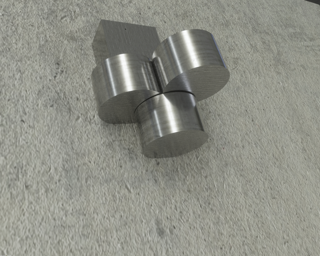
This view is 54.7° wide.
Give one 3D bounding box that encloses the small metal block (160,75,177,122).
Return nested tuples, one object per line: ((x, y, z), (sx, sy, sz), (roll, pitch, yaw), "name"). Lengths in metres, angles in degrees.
((0.011, -0.038, 0.421), (0.025, 0.050, 0.050), (1, 61, -28), "small metal block")

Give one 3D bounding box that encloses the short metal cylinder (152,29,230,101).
((0.036, -0.070, 0.368), (0.081, 0.080, 0.050), (-2, 63, -29), "short metal cylinder")

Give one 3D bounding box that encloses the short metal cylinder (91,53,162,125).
((-0.039, -0.045, 0.377), (0.081, 0.080, 0.050), (-2, 63, -29), "short metal cylinder")

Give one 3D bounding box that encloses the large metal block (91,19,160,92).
((-0.042, -0.096, 0.426), (0.081, 0.050, 0.080), (-2, 63, -29), "large metal block")

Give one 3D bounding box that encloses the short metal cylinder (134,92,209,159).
((0.013, -0.001, 0.378), (0.081, 0.080, 0.050), (0, 62, -29), "short metal cylinder")
